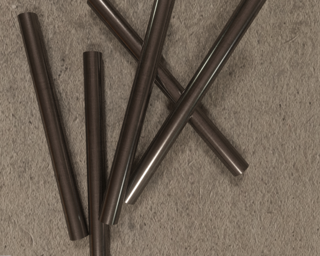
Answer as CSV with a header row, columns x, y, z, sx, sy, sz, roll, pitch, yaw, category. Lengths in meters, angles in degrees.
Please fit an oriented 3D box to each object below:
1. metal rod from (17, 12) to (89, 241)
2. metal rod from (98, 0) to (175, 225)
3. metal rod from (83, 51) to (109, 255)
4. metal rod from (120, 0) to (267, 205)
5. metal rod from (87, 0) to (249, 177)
x,y,z,sx,sy,sz,roll,pitch,yaw,category
-0.140,-0.002,0.408,0.025,0.025,0.298,-13,90,0,metal rod
-0.028,-0.028,0.385,0.025,0.025,0.298,15,92,-1,metal rod
-0.084,0.050,0.408,0.025,0.025,0.298,-2,90,-1,metal rod
0.035,-0.031,0.383,0.025,0.025,0.299,32,100,-1,metal rod
0.011,-0.058,0.410,0.025,0.025,0.300,-40,91,0,metal rod
